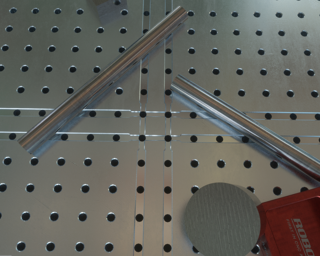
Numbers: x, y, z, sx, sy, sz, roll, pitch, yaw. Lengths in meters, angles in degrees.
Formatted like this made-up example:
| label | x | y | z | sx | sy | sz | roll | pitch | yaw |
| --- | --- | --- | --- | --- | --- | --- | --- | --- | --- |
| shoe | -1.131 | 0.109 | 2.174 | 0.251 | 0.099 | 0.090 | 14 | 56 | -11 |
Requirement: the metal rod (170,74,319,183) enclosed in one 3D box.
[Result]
| label | x | y | z | sx | sy | sz | roll | pitch | yaw |
| --- | --- | --- | --- | --- | --- | --- | --- | --- | --- |
| metal rod | 0.144 | 0.016 | 0.407 | 0.301 | 0.025 | 0.025 | 34 | 73 | 11 |

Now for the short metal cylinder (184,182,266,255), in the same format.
| label | x | y | z | sx | sy | sz | roll | pitch | yaw |
| --- | --- | --- | --- | --- | --- | --- | --- | --- | --- |
| short metal cylinder | 0.074 | 0.102 | 0.346 | 0.080 | 0.050 | 0.080 | -6 | 76 | 24 |

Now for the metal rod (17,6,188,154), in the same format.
| label | x | y | z | sx | sy | sz | roll | pitch | yaw |
| --- | --- | --- | --- | --- | --- | --- | --- | --- | --- |
| metal rod | -0.071 | -0.076 | 0.438 | 0.025 | 0.025 | 0.301 | 42 | 75 | 13 |

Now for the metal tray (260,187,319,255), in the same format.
| label | x | y | z | sx | sy | sz | roll | pitch | yaw |
| --- | --- | --- | --- | --- | --- | --- | --- | --- | --- |
| metal tray | 0.170 | 0.143 | 0.358 | 0.091 | 0.030 | 0.130 | -14 | 71 | -6 |

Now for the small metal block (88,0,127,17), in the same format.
| label | x | y | z | sx | sy | sz | roll | pitch | yaw |
| --- | --- | --- | --- | --- | --- | --- | --- | --- | --- |
| small metal block | -0.087 | -0.211 | 0.488 | 0.050 | 0.025 | 0.050 | -30 | 73 | -11 |
